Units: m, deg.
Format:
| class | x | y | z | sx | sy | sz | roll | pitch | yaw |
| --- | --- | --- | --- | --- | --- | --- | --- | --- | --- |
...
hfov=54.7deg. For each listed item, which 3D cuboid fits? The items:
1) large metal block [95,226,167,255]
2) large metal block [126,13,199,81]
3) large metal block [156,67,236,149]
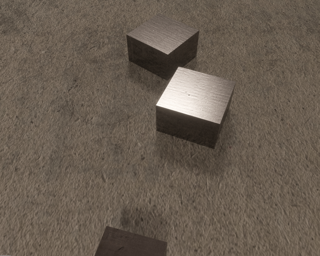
| class | x | y | z | sx | sy | sz | roll | pitch | yaw |
| --- | --- | --- | --- | --- | --- | --- | --- | --- | --- |
| large metal block | -0.030 | 0.139 | 0.251 | 0.050 | 0.080 | 0.080 | 12 | 51 | 9 |
| large metal block | 0.005 | -0.132 | 0.498 | 0.080 | 0.050 | 0.080 | 31 | 57 | 23 |
| large metal block | 0.048 | -0.029 | 0.412 | 0.080 | 0.050 | 0.080 | 18 | 52 | 14 |
